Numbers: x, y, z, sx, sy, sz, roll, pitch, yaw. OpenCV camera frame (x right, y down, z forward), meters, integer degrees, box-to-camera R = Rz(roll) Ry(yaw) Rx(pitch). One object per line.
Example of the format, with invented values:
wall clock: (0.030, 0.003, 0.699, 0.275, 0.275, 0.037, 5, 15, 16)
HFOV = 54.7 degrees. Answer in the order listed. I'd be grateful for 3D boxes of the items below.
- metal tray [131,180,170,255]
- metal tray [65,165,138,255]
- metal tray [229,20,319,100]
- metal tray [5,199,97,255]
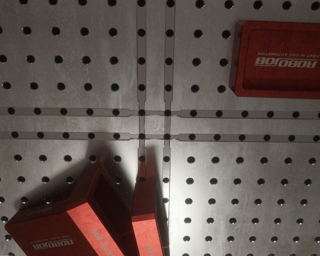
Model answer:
metal tray: (-0.010, 0.151, 0.434, 0.030, 0.090, 0.129, -9, 110, 3)
metal tray: (-0.071, 0.127, 0.424, 0.030, 0.090, 0.130, -25, 109, 8)
metal tray: (0.158, -0.083, 0.382, 0.131, 0.030, 0.089, 2, 110, -1)
metal tray: (-0.147, 0.153, 0.445, 0.130, 0.030, 0.090, -18, 111, 25)
